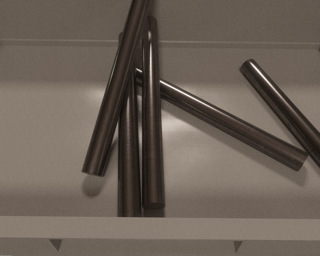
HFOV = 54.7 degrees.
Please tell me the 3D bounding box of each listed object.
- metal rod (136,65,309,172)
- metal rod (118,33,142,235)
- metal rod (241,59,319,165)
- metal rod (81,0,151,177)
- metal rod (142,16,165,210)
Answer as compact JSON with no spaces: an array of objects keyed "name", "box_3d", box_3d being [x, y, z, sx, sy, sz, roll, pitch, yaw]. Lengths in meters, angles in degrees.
[{"name":"metal rod","box_3d":[0.053,-0.029,0.429,0.300,0.025,0.025,31,56,23]},{"name":"metal rod","box_3d":[-0.041,-0.018,0.399,0.025,0.025,0.299,-3,56,-3]},{"name":"metal rod","box_3d":[0.191,0.009,0.399,0.025,0.025,0.300,-16,52,-13]},{"name":"metal rod","box_3d":[-0.046,-0.086,0.400,0.025,0.025,0.299,11,75,8]},{"name":"metal rod","box_3d":[-0.012,-0.042,0.414,0.025,0.025,0.299,-1,58,-2]}]
